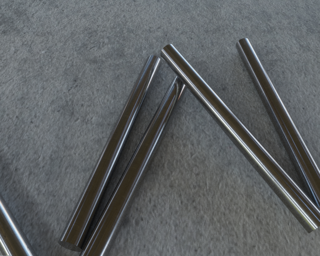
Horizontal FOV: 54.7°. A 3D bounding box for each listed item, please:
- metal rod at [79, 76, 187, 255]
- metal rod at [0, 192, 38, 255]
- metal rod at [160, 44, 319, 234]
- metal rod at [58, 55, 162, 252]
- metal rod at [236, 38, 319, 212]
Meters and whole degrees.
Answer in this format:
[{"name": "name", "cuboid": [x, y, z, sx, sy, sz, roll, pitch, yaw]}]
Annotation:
[{"name": "metal rod", "cuboid": [-0.023, 0.040, 0.368, 0.025, 0.025, 0.301, 16, 52, 13]}, {"name": "metal rod", "cuboid": [-0.200, 0.064, 0.346, 0.025, 0.025, 0.300, -33, 58, -25]}, {"name": "metal rod", "cuboid": [0.088, -0.006, 0.390, 0.025, 0.025, 0.300, -24, 60, -19]}, {"name": "metal rod", "cuboid": [-0.049, 0.006, 0.397, 0.025, 0.025, 0.300, 12, 51, 9]}, {"name": "metal rod", "cuboid": [0.160, -0.027, 0.428, 0.025, 0.025, 0.300, -6, 50, -5]}]
